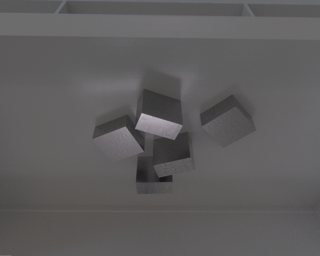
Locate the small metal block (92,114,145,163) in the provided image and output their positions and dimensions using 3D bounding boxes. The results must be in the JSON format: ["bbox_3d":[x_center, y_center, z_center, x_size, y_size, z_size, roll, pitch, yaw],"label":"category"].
[{"bbox_3d":[-0.055,0.015,0.421,0.050,0.025,0.050,-20,128,16],"label":"small metal block"}]

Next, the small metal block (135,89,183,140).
[{"bbox_3d":[-0.001,-0.017,0.378,0.050,0.050,0.025,16,128,-14],"label":"small metal block"}]

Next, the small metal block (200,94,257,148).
[{"bbox_3d":[0.088,-0.008,0.403,0.050,0.025,0.050,-33,123,24],"label":"small metal block"}]

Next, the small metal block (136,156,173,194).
[{"bbox_3d":[-0.008,0.068,0.450,0.050,0.050,0.025,-1,130,1],"label":"small metal block"}]

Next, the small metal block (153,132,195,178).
[{"bbox_3d":[0.019,0.036,0.423,0.050,0.050,0.025,-14,129,11],"label":"small metal block"}]
